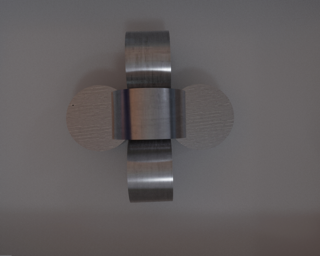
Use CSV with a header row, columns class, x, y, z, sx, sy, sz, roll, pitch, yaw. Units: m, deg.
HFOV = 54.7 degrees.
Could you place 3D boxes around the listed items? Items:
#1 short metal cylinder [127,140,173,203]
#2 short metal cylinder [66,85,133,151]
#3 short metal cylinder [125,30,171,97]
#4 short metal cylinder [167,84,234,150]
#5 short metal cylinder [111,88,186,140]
class,x,y,z,sx,sy,sz,roll,pitch,yaw
short metal cylinder,-0.011,0.050,0.382,0.050,0.080,0.080,-2,90,-1
short metal cylinder,-0.072,-0.012,0.396,0.081,0.050,0.080,0,90,0
short metal cylinder,-0.014,-0.078,0.382,0.050,0.080,0.080,-2,90,-1
short metal cylinder,0.049,-0.013,0.397,0.081,0.050,0.080,0,90,0
short metal cylinder,-0.012,-0.014,0.338,0.081,0.080,0.050,-1,90,0
